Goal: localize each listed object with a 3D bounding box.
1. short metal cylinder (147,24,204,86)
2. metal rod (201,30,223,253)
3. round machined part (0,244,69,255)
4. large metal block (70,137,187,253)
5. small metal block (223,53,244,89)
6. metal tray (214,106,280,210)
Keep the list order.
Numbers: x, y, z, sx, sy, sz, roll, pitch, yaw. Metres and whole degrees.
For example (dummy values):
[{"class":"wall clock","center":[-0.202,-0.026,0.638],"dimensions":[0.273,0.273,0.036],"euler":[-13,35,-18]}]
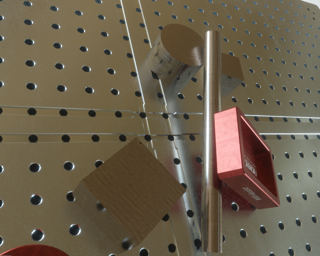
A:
[{"class":"short metal cylinder","center":[0.027,-0.112,0.475],"dimensions":[0.081,0.050,0.080],"euler":[13,56,-21]},{"class":"metal rod","center":[0.069,0.002,0.407],"dimensions":[0.025,0.025,0.299],"euler":[12,68,-22]},{"class":"round machined part","center":[-0.107,0.146,0.251],"dimensions":[0.099,0.042,0.098],"euler":[14,56,-21]},{"class":"large metal block","center":[-0.033,0.070,0.331],"dimensions":[0.080,0.050,0.080],"euler":[47,51,4]},{"class":"small metal block","center":[0.111,-0.099,0.529],"dimensions":[0.050,0.025,0.050],"euler":[10,58,-23]},{"class":"metal tray","center":[0.114,0.042,0.400],"dimensions":[0.130,0.030,0.090],"euler":[39,43,-43]}]
